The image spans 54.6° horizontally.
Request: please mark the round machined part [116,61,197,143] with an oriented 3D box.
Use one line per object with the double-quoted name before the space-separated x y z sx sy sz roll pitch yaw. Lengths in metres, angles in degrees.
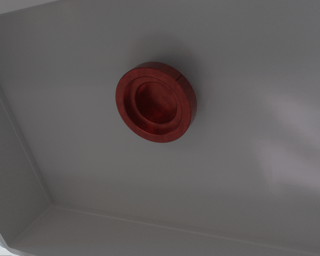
"round machined part" -0.001 -0.034 0.378 0.098 0.042 0.097 13 124 21
